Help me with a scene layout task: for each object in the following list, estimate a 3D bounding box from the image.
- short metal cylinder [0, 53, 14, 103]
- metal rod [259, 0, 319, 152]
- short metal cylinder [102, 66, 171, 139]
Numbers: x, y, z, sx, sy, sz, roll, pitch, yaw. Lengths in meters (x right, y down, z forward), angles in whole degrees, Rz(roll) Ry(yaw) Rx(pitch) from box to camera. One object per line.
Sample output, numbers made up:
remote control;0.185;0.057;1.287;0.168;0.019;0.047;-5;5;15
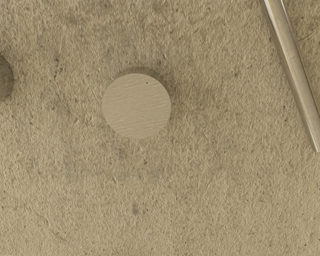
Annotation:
short metal cylinder;-0.228;-0.058;0.373;0.081;0.050;0.079;0;110;0
metal rod;0.153;-0.099;0.374;0.025;0.025;0.299;-25;108;9
short metal cylinder;-0.027;-0.033;0.384;0.081;0.050;0.079;0;110;0
